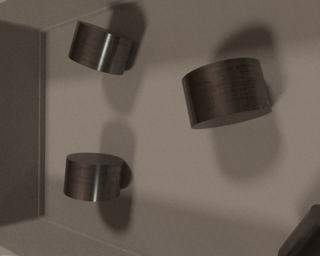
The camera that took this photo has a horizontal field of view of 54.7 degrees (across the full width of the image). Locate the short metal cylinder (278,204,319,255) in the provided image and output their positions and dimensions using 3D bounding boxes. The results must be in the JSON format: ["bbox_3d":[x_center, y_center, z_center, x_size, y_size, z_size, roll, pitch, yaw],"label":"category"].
[{"bbox_3d":[0.146,0.108,0.250,0.080,0.081,0.050,39,114,32],"label":"short metal cylinder"}]

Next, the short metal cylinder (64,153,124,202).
[{"bbox_3d":[-0.095,0.068,0.447,0.080,0.081,0.050,11,97,39],"label":"short metal cylinder"}]

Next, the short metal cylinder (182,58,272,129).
[{"bbox_3d":[0.066,-0.032,0.315,0.080,0.081,0.050,-17,79,38],"label":"short metal cylinder"}]

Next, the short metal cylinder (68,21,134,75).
[{"bbox_3d":[-0.082,-0.113,0.437,0.080,0.081,0.050,32,110,35],"label":"short metal cylinder"}]
